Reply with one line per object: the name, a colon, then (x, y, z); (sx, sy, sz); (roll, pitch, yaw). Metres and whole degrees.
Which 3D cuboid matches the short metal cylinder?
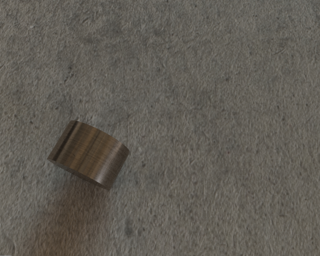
short metal cylinder: (-0.083, 0.033, 0.366); (0.080, 0.080, 0.050); (24, 72, 8)
